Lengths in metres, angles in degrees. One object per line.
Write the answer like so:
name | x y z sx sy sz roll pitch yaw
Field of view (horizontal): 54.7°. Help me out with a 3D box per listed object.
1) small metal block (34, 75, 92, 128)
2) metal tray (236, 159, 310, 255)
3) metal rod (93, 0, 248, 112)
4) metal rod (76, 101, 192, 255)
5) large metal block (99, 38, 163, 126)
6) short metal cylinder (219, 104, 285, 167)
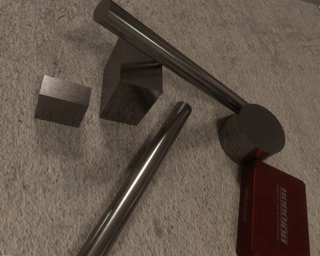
small metal block | -0.109 -0.028 0.347 0.050 0.050 0.025 14 56 -21
metal tray | 0.152 0.117 0.413 0.090 0.030 0.130 25 53 -13
metal rod | 0.044 -0.068 0.394 0.301 0.025 0.025 23 49 -45
metal rod | -0.031 0.070 0.345 0.025 0.025 0.301 37 51 -4
large metal block | -0.037 -0.060 0.386 0.050 0.080 0.080 12 57 -22
short metal cylinder | 0.135 0.011 0.456 0.081 0.050 0.080 14 56 -21
